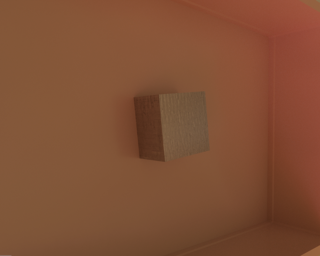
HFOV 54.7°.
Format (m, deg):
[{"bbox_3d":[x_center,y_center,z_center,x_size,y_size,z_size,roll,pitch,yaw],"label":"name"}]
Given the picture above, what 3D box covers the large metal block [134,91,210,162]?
[{"bbox_3d":[0.017,-0.005,0.406,0.081,0.050,0.079,-9,96,-40],"label":"large metal block"}]
